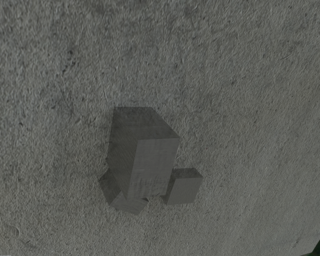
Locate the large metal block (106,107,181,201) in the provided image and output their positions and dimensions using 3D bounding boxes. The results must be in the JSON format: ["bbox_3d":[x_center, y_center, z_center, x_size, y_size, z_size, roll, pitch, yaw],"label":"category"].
[{"bbox_3d":[-0.025,0.027,0.375,0.050,0.080,0.079,-2,119,-28],"label":"large metal block"}]

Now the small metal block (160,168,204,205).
[{"bbox_3d":[0.033,0.091,0.481,0.050,0.025,0.050,3,117,-30],"label":"small metal block"}]

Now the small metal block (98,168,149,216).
[{"bbox_3d":[-0.049,0.085,0.417,0.050,0.050,0.025,33,100,-38],"label":"small metal block"}]
